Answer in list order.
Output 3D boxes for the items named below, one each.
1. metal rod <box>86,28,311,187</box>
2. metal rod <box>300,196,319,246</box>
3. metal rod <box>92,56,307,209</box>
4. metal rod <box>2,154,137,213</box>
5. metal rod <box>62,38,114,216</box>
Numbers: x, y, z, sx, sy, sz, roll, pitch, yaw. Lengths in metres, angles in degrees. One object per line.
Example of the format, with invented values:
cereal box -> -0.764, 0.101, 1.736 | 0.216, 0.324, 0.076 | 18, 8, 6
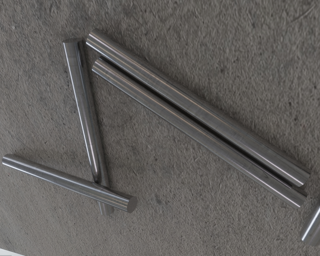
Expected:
metal rod -> 0.041, -0.027, 0.368 | 0.301, 0.025, 0.025 | 34, 129, 5
metal rod -> 0.204, 0.016, 0.308 | 0.025, 0.025, 0.298 | 19, 126, 17
metal rod -> 0.044, 0.002, 0.384 | 0.301, 0.025, 0.025 | 34, 129, 5
metal rod -> -0.167, 0.087, 0.525 | 0.300, 0.025, 0.025 | 11, 124, 30
metal rod -> -0.103, 0.017, 0.471 | 0.025, 0.025, 0.298 | 10, 123, 23
